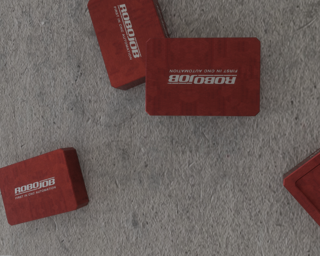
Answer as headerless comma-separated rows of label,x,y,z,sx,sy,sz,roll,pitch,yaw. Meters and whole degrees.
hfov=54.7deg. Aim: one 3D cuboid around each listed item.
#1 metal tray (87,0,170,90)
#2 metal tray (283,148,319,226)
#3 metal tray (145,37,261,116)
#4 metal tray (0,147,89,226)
metal tray,-0.038,-0.127,0.420,0.090,0.030,0.129,-19,84,19
metal tray,0.212,0.051,0.331,0.130,0.030,0.090,-42,77,15
metal tray,0.049,-0.059,0.369,0.131,0.030,0.089,1,91,3
metal tray,-0.180,0.089,0.470,0.130,0.030,0.090,-18,84,19
